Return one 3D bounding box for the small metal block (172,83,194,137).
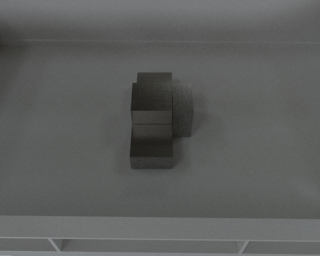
[{"bbox_3d":[0.028,-0.024,0.406,0.025,0.050,0.050,0,50,0],"label":"small metal block"}]

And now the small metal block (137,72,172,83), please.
[{"bbox_3d":[-0.008,-0.055,0.448,0.050,0.025,0.050,0,50,0],"label":"small metal block"}]

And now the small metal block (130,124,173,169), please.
[{"bbox_3d":[-0.010,0.023,0.384,0.050,0.025,0.050,0,50,0],"label":"small metal block"}]

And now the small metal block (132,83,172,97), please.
[{"bbox_3d":[-0.010,-0.033,0.414,0.050,0.050,0.025,0,50,0],"label":"small metal block"}]

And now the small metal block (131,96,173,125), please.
[{"bbox_3d":[-0.010,-0.014,0.398,0.050,0.050,0.025,0,50,0],"label":"small metal block"}]
